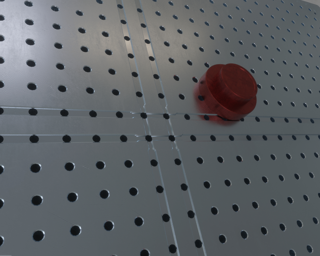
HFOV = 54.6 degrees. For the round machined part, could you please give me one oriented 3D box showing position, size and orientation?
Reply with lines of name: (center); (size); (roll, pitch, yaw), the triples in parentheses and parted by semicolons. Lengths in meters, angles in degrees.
round machined part: (0.116, -0.065, 0.498); (0.099, 0.042, 0.098); (13, 56, -21)
